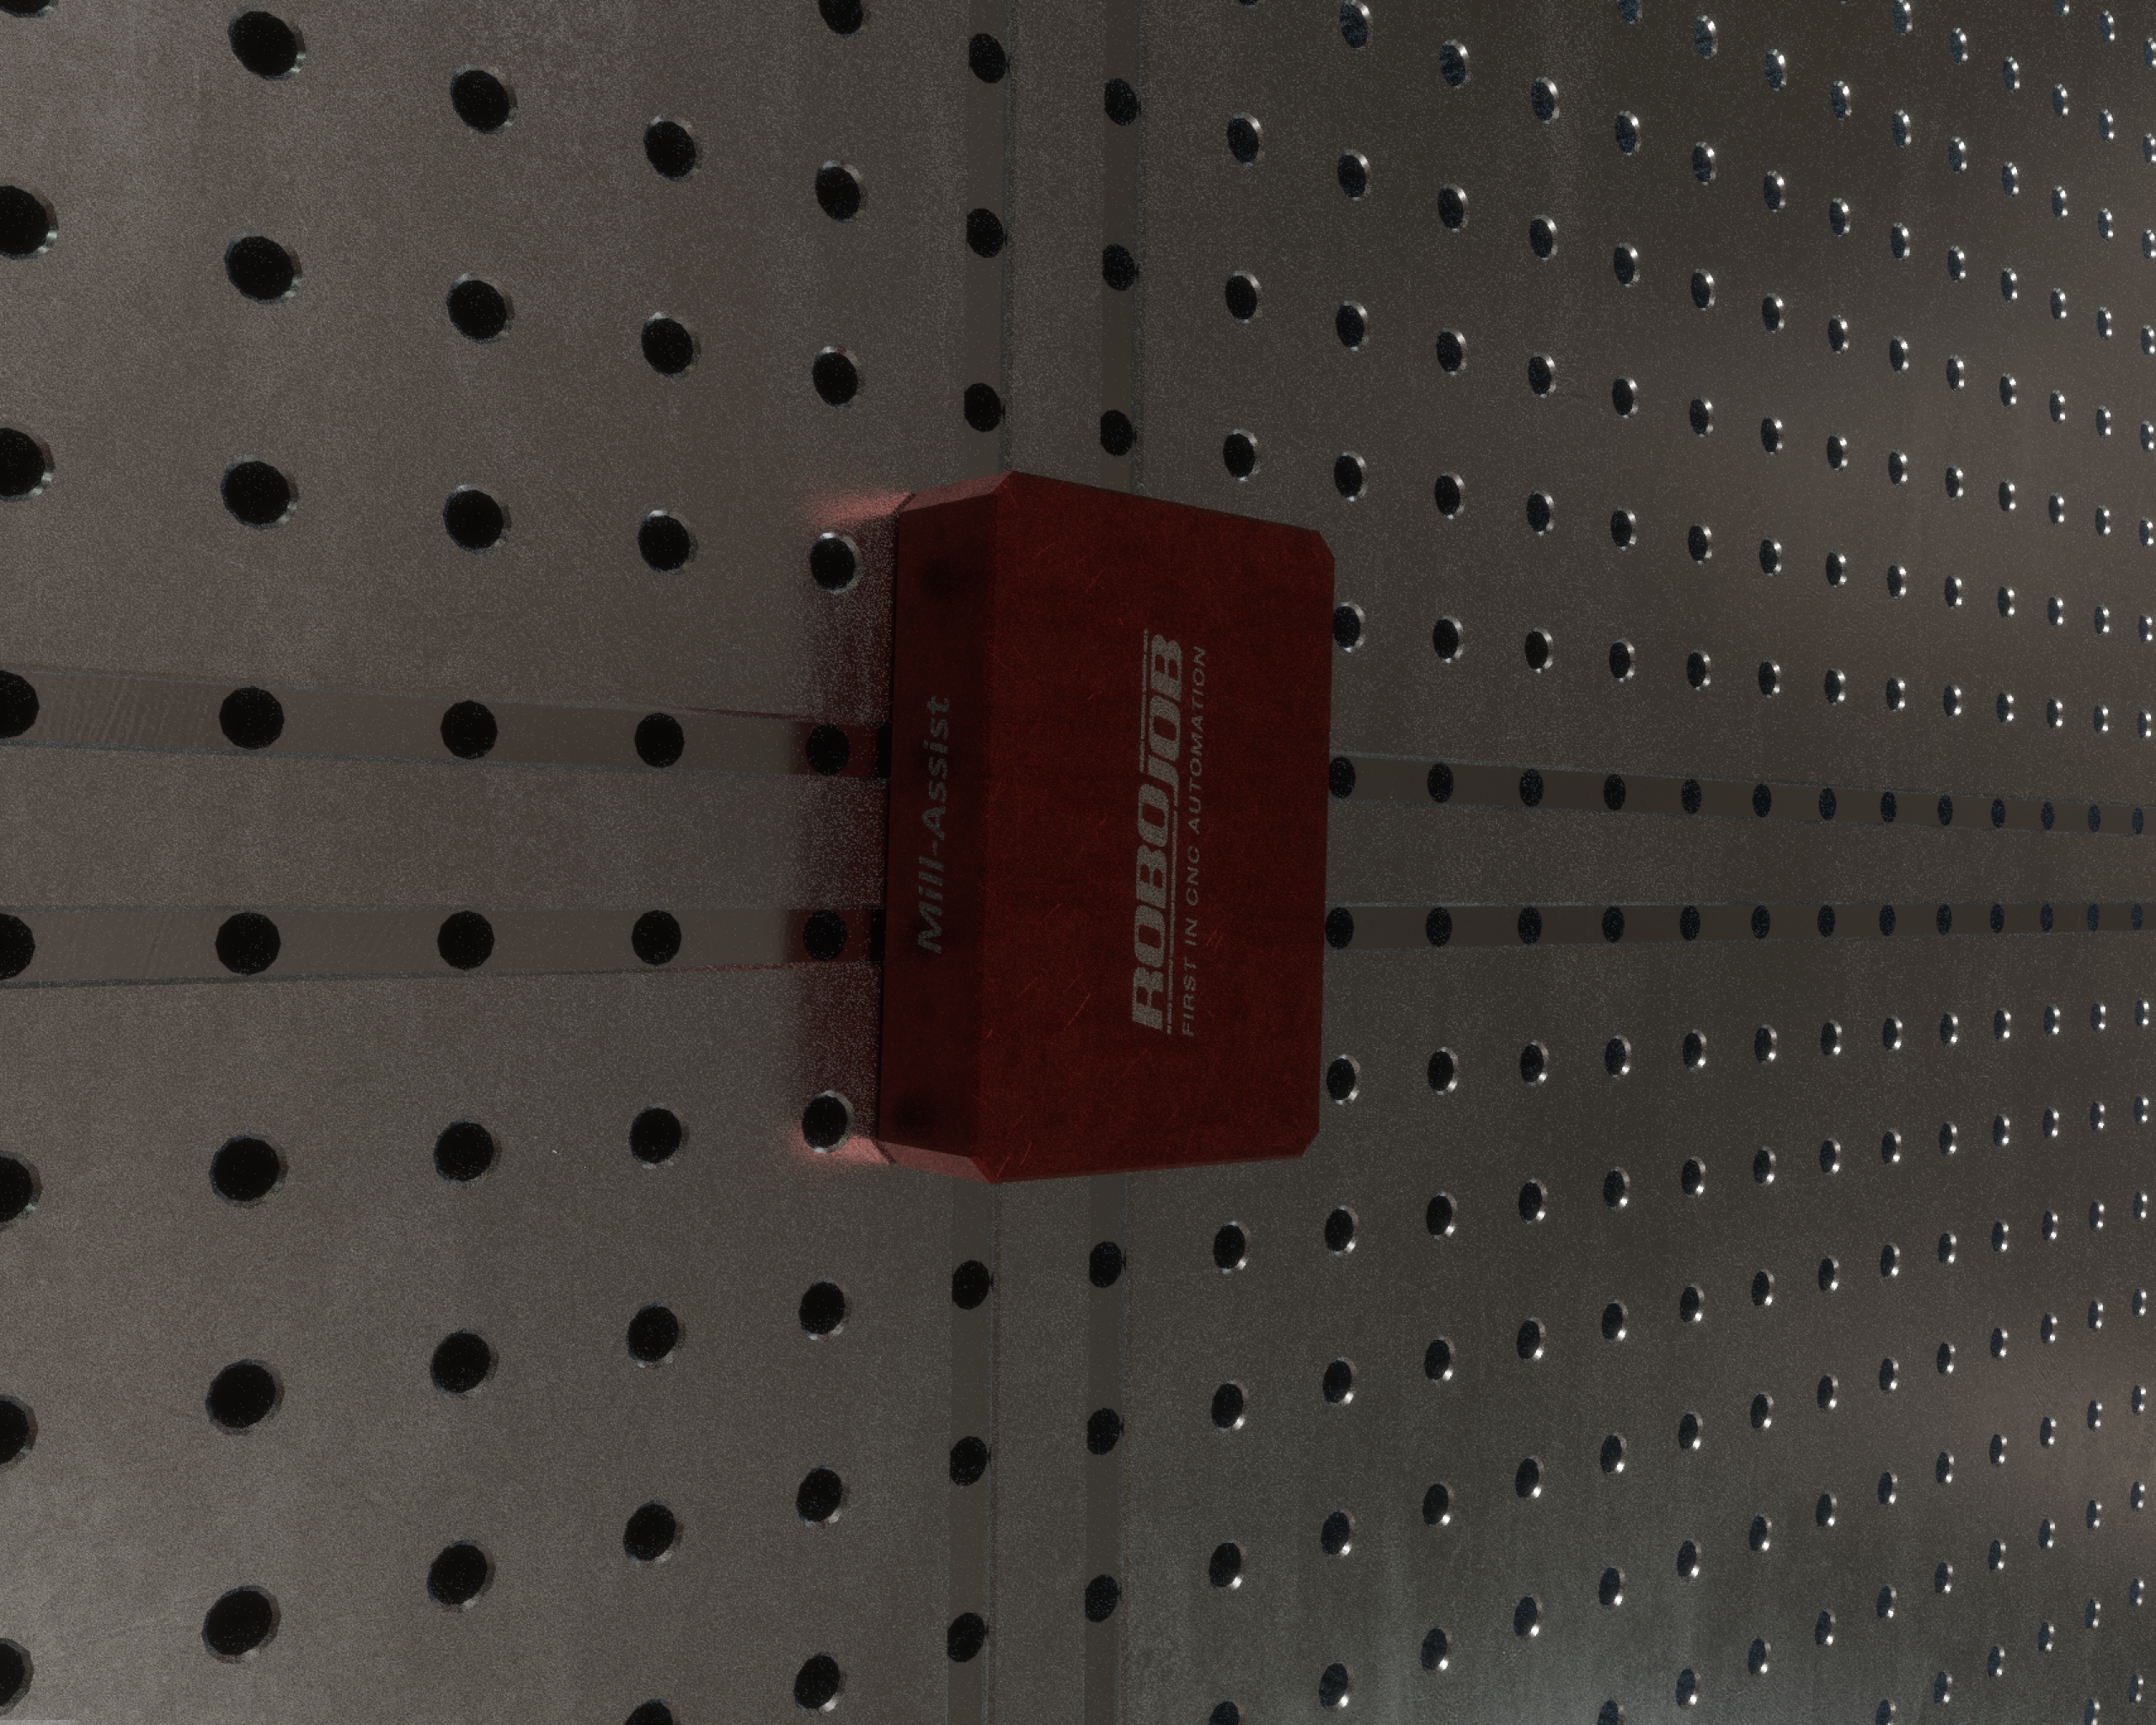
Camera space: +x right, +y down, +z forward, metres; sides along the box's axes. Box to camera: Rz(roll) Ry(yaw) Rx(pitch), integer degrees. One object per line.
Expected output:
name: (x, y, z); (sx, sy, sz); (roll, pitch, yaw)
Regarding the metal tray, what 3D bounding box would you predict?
metal tray: (0.008, -0.005, 0.414); (0.091, 0.030, 0.129); (3, 88, -40)
